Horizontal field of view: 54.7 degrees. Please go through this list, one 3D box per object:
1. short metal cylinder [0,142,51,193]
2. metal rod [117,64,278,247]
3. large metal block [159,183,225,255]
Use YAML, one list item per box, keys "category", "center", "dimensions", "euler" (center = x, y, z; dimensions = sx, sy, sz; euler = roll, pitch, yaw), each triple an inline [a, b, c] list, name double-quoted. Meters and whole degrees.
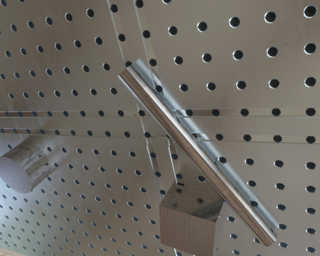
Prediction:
- category: "short metal cylinder"
  center: [-0.249, 0.073, 0.568]
  dimensions: [0.080, 0.050, 0.079]
  euler: [13, 124, 20]
- category: "metal rod"
  center: [0.053, 0.040, 0.406]
  dimensions: [0.300, 0.025, 0.025]
  euler: [49, 128, -7]
- category: "large metal block"
  center: [0.047, 0.137, 0.454]
  dimensions: [0.080, 0.050, 0.079]
  euler: [12, 123, 21]
